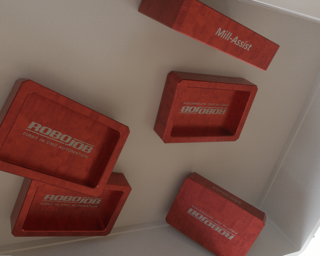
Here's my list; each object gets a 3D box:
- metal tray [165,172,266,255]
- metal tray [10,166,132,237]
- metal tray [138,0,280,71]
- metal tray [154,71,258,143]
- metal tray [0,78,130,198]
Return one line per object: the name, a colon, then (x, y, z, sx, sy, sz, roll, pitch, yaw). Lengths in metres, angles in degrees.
metal tray: (0.084, 0.140, 0.481, 0.030, 0.130, 0.089, -23, 139, -65)
metal tray: (-0.113, 0.098, 0.404, 0.131, 0.030, 0.089, 13, 111, -34)
metal tray: (0.052, -0.106, 0.330, 0.131, 0.090, 0.030, 13, 112, -34)
metal tray: (0.064, -0.026, 0.425, 0.131, 0.030, 0.089, 0, 119, -29)
metal tray: (-0.106, 0.015, 0.335, 0.131, 0.030, 0.090, 28, 83, -36)
